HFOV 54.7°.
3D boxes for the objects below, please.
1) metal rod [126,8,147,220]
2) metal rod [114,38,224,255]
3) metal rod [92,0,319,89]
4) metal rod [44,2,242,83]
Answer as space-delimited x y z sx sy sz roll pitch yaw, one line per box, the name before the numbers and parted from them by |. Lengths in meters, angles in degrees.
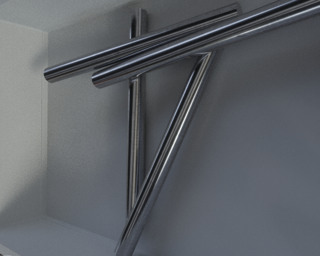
metal rod | -0.033 -0.013 0.434 0.025 0.025 0.298 2 91 40
metal rod | 0.007 0.035 0.387 0.025 0.025 0.298 32 105 35
metal rod | 0.026 -0.089 0.350 0.300 0.025 0.025 -10 84 39
metal rod | -0.042 -0.103 0.408 0.300 0.025 0.025 -9 84 30
